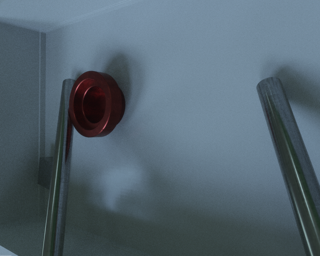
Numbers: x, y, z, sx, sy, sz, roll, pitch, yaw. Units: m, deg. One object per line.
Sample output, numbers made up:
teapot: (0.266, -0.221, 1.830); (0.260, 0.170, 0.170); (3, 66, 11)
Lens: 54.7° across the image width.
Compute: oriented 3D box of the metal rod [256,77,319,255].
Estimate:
metal rod: (0.116, 0.077, 0.228); (0.025, 0.025, 0.300); (-33, 44, 35)

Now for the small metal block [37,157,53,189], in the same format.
small metal block: (-0.197, 0.083, 0.566); (0.050, 0.025, 0.050); (11, 97, 39)

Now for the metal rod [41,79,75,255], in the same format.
metal rod: (-0.142, 0.047, 0.450); (0.025, 0.025, 0.299); (-34, 47, 34)

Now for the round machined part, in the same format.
round machined part: (-0.091, -0.035, 0.468); (0.098, 0.042, 0.097); (0, 90, 39)
